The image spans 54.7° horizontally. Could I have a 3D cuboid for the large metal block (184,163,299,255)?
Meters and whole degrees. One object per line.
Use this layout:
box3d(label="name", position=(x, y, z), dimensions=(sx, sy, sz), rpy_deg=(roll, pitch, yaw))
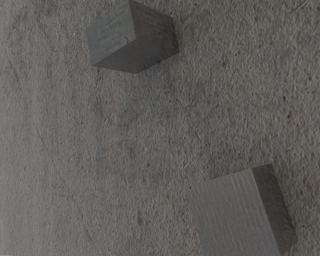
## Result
box3d(label="large metal block", position=(0.082, 0.088, 0.321), dimensions=(0.080, 0.050, 0.080), rpy_deg=(-25, 74, 37))

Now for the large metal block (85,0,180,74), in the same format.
box3d(label="large metal block", position=(-0.035, -0.112, 0.398), dimensions=(0.080, 0.081, 0.050), rpy_deg=(-19, 78, 38))
